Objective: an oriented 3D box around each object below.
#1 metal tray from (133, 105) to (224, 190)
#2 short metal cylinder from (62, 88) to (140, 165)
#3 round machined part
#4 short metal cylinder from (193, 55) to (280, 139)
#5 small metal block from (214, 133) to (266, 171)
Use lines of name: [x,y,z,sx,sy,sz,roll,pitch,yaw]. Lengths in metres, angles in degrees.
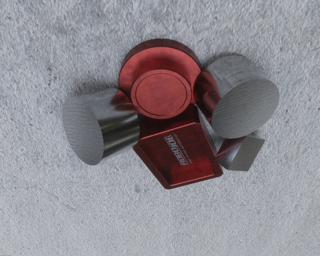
metal tray: [0.026,0.032,0.418,0.090,0.030,0.130,-17,138,14]
short metal cylinder: [-0.070,-0.003,0.361,0.050,0.080,0.079,-23,146,-41]
round machined part: [0.001,-0.049,0.357,0.099,0.042,0.097,0,130,0]
short metal cylinder: [0.085,-0.034,0.350,0.081,0.050,0.079,-12,134,-13]
small metal block: [0.106,0.029,0.411,0.050,0.025,0.050,11,110,-44]
